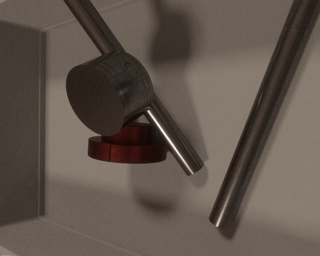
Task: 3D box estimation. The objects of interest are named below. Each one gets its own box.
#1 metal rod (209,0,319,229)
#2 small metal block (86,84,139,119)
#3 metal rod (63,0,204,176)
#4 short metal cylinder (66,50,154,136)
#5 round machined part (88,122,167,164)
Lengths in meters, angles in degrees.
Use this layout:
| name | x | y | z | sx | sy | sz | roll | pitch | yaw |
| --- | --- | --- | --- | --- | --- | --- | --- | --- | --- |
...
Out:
| name | x | y | z | sx | sy | sz | roll | pitch | yaw |
| --- | --- | --- | --- | --- | --- | --- | --- | --- | --- |
| metal rod | 0.111 | -0.032 | 0.314 | 0.025 | 0.025 | 0.298 | 28 | 107 | 36 |
| small metal block | -0.068 | -0.036 | 0.445 | 0.050 | 0.050 | 0.025 | -37 | 68 | 33 |
| metal rod | -0.043 | -0.072 | 0.360 | 0.025 | 0.025 | 0.299 | -32 | 96 | 35 |
| short metal cylinder | -0.054 | -0.038 | 0.336 | 0.080 | 0.050 | 0.079 | 20 | 128 | 28 |
| round machined part | -0.040 | 0.015 | 0.390 | 0.098 | 0.099 | 0.042 | 7 | 95 | 39 |
